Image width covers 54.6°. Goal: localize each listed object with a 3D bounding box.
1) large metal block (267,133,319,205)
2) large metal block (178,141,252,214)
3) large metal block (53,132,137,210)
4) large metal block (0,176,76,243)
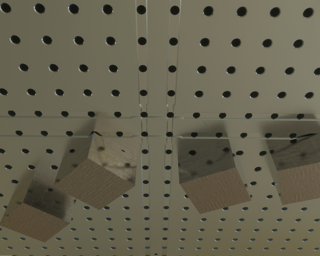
[{"bbox_3d":[0.207,0.060,0.448,0.080,0.050,0.080,-15,129,12],"label":"large metal block"},{"bbox_3d":[0.080,0.076,0.460,0.080,0.050,0.080,-20,128,16],"label":"large metal block"},{"bbox_3d":[-0.092,0.065,0.449,0.080,0.050,0.080,37,121,-27],"label":"large metal block"},{"bbox_3d":[-0.198,0.136,0.509,0.080,0.050,0.080,35,122,-26],"label":"large metal block"}]
